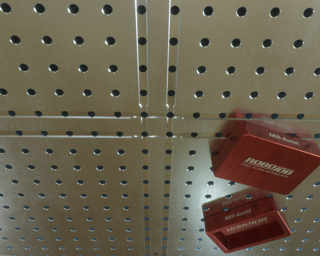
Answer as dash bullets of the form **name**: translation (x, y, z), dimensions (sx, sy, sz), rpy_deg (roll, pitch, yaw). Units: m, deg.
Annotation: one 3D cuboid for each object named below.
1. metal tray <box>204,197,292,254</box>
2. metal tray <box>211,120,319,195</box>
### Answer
- **metal tray**: translation (0.158, 0.179, 0.560), dimensions (0.130, 0.030, 0.090), rpy_deg (-25, 126, 19)
- **metal tray**: translation (0.153, 0.047, 0.449), dimensions (0.131, 0.030, 0.089), rpy_deg (16, 128, -14)
